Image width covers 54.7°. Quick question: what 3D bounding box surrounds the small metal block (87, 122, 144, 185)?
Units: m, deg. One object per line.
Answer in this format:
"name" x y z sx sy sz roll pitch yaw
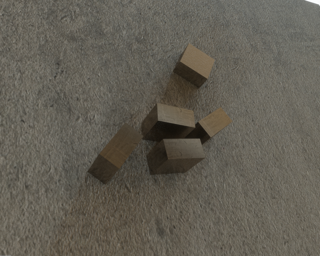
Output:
"small metal block" -0.050 0.029 0.343 0.025 0.050 0.050 38 51 -3

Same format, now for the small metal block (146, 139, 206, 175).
"small metal block" 0.018 0.035 0.376 0.050 0.050 0.025 1 62 -28

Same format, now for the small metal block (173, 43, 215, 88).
"small metal block" 0.055 -0.100 0.493 0.050 0.025 0.050 31 52 -9

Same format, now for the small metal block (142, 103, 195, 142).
"small metal block" 0.010 -0.004 0.395 0.050 0.050 0.025 10 58 -23

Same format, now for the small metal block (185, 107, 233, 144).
"small metal block" 0.062 0.003 0.419 0.050 0.050 0.025 -31 79 -38
